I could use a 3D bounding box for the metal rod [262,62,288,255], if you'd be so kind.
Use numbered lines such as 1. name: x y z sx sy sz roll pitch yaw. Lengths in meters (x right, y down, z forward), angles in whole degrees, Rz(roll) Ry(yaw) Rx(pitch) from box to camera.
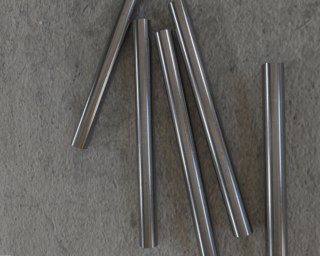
1. metal rod: 0.135 0.075 0.361 0.025 0.025 0.298 -1 90 19

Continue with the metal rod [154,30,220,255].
1. metal rod: 0.034 0.022 0.396 0.025 0.025 0.298 -13 86 19

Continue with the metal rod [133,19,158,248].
1. metal rod: -0.020 0.007 0.414 0.025 0.025 0.298 -2 89 19

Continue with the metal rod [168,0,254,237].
1. metal rod: 0.061 -0.017 0.386 0.025 0.025 0.298 -17 85 19

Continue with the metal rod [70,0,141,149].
1. metal rod: -0.063 -0.112 0.430 0.025 0.025 0.298 24 98 18
